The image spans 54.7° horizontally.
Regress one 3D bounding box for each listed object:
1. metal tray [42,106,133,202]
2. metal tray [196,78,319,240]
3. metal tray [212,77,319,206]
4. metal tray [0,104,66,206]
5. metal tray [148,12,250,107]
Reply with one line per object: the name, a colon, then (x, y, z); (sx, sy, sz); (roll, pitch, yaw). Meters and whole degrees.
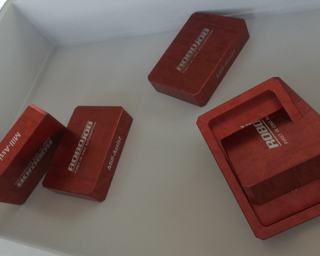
metal tray: (-0.100, 0.031, 0.436); (0.090, 0.030, 0.130); (3, 63, 29)
metal tray: (0.105, 0.028, 0.302); (0.090, 0.030, 0.130); (-29, 73, 10)
metal tray: (0.109, 0.006, 0.315); (0.090, 0.030, 0.130); (-28, 32, 10)
metal tray: (-0.187, 0.041, 0.434); (0.030, 0.090, 0.130); (29, 76, 15)
metal tray: (0.054, -0.100, 0.436); (0.090, 0.030, 0.130); (25, 75, 36)
